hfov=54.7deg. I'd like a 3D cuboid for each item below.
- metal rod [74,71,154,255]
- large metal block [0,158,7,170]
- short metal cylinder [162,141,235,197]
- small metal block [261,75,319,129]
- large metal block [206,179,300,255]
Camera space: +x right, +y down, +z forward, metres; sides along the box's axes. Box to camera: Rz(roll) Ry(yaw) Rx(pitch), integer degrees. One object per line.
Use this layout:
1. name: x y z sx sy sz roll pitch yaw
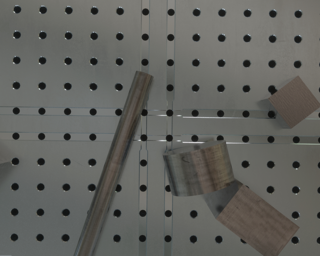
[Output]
1. metal rod: -0.068 0.070 0.412 0.025 0.025 0.299 19 90 0
2. large metal block: -0.267 0.054 0.399 0.080 0.050 0.080 38 90 0
3. short metal cylinder: 0.048 0.048 0.386 0.080 0.080 0.050 -13 90 0
4. small metal block: 0.175 -0.034 0.415 0.050 0.025 0.050 -37 90 0
5. large metal block: 0.110 0.107 0.387 0.080 0.080 0.050 38 90 0
